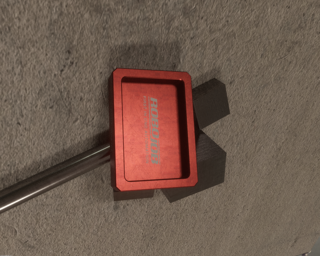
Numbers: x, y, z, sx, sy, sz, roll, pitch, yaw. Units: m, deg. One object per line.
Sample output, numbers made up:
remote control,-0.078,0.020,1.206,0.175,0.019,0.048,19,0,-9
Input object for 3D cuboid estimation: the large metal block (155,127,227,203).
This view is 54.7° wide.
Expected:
large metal block,0.031,0.043,0.417,0.081,0.080,0.050,-17,125,-20

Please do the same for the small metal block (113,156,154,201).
small metal block,-0.036,0.064,0.401,0.050,0.050,0.025,-3,142,-10

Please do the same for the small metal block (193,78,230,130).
small metal block,0.065,-0.033,0.424,0.050,0.025,0.050,-28,128,-11

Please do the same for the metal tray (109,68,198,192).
metal tray,-0.009,0.002,0.345,0.091,0.030,0.129,0,81,-18

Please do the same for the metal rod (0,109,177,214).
metal rod,-0.104,0.048,0.380,0.302,0.025,0.025,-25,128,-13
